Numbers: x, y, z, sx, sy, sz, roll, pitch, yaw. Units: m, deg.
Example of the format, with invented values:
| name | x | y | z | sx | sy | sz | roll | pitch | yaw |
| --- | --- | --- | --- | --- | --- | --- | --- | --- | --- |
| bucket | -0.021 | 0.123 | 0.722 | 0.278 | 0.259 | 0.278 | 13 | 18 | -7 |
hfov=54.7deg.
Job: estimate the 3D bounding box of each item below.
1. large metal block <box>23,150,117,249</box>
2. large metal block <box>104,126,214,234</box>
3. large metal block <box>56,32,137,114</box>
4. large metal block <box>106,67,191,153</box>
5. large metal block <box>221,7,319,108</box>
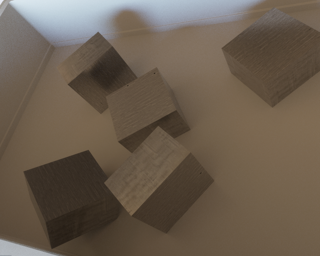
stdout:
| name | x | y | z | sx | sy | sz | roll | pitch | yaw |
| --- | --- | --- | --- | --- | --- | --- | --- | --- | --- |
| large metal block | -0.106 | 0.081 | 0.370 | 0.081 | 0.050 | 0.080 | -19 | 44 | -29 |
| large metal block | 0.003 | 0.058 | 0.333 | 0.080 | 0.080 | 0.050 | -47 | 52 | -5 |
| large metal block | -0.091 | -0.081 | 0.466 | 0.080 | 0.080 | 0.050 | -41 | 51 | 0 |
| large metal block | -0.017 | -0.020 | 0.410 | 0.080 | 0.050 | 0.080 | -29 | 52 | 10 |
| large metal block | 0.135 | -0.085 | 0.371 | 0.080 | 0.050 | 0.080 | -38 | 51 | 2 |
